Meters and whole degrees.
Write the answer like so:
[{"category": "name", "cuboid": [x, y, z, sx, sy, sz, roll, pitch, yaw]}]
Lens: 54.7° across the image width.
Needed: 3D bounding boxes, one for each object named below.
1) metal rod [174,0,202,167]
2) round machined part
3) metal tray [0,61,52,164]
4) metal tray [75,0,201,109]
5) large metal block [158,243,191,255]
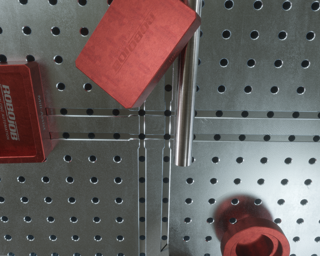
[{"category": "metal rod", "cuboid": [0.035, -0.092, 0.380, 0.025, 0.025, 0.298, 1, 110, -1]}, {"category": "round machined part", "cuboid": [0.141, 0.177, 0.472, 0.099, 0.042, 0.097, 0, 110, -1]}, {"category": "metal tray", "cuboid": [-0.198, -0.018, 0.401, 0.091, 0.030, 0.129, -2, 110, 0]}, {"category": "metal tray", "cuboid": [-0.027, -0.098, 0.357, 0.090, 0.030, 0.129, 40, 106, 9]}, {"category": "large metal block", "cuboid": [0.012, 0.242, 0.474, 0.050, 0.080, 0.080, 33, 107, -12]}]
